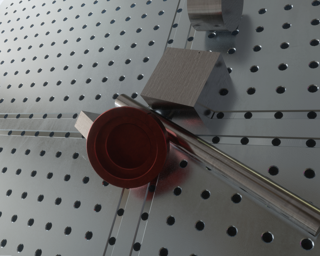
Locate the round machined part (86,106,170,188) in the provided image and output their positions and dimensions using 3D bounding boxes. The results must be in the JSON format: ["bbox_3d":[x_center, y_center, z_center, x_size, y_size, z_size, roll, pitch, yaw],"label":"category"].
[{"bbox_3d":[-0.036,0.021,0.382,0.098,0.042,0.097,1,97,12],"label":"round machined part"}]

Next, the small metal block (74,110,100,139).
[{"bbox_3d":[-0.081,0.002,0.428,0.050,0.050,0.025,38,108,38],"label":"small metal block"}]

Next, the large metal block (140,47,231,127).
[{"bbox_3d":[0.035,-0.056,0.407,0.080,0.050,0.080,16,70,34],"label":"large metal block"}]

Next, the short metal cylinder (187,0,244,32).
[{"bbox_3d":[0.080,-0.179,0.440,0.050,0.080,0.080,11,67,32],"label":"short metal cylinder"}]

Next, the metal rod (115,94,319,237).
[{"bbox_3d":[0.045,0.024,0.369,0.300,0.025,0.025,32,79,37],"label":"metal rod"}]
